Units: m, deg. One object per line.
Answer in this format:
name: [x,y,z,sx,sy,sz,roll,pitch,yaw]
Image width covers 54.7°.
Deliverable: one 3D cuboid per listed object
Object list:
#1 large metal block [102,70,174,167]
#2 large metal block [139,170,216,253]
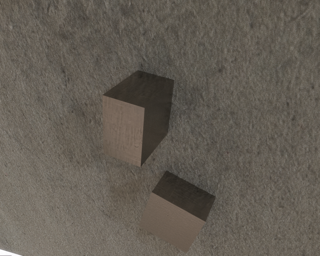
large metal block: [-0.025,-0.014,0.375,0.050,0.080,0.079,18,125,17]
large metal block: [0.024,0.122,0.452,0.080,0.050,0.079,27,128,11]
